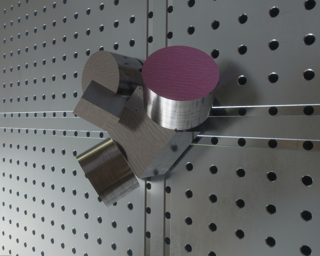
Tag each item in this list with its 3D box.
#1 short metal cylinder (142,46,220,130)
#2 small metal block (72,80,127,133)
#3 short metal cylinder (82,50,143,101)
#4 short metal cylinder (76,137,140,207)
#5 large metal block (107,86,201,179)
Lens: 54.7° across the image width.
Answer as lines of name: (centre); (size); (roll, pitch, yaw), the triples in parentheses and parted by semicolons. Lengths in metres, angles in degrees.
short metal cylinder: (0.021, -0.045, 0.342); (0.080, 0.081, 0.050); (51, 158, 28)
small metal block: (-0.073, -0.028, 0.384); (0.025, 0.050, 0.050); (-53, 16, 29)
short metal cylinder: (-0.067, -0.066, 0.444); (0.080, 0.050, 0.079); (0, 90, 40)
short metal cylinder: (-0.070, 0.059, 0.419); (0.050, 0.080, 0.080); (-32, 70, -13)
large metal block: (-0.010, 0.005, 0.394); (0.080, 0.050, 0.080); (52, 120, 27)
